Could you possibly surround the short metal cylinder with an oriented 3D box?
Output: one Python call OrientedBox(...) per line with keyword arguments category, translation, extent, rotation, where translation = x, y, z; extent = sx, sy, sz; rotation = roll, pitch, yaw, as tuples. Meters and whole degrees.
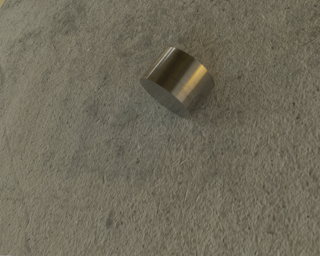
OrientedBox(category="short metal cylinder", translation=(0.022, -0.056, 0.392), extent=(0.080, 0.080, 0.050), rotation=(31, 79, 38))
